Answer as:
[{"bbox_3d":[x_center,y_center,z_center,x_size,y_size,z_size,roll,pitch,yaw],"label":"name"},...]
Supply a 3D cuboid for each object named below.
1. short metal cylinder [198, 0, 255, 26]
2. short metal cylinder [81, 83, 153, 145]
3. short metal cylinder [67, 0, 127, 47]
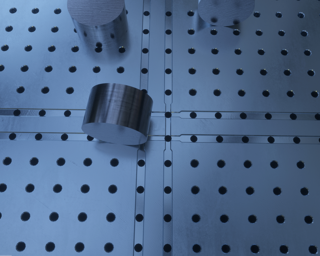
[{"bbox_3d":[0.097,-0.196,0.455,0.081,0.080,0.050,4,70,1],"label":"short metal cylinder"},{"bbox_3d":[-0.052,-0.015,0.387,0.080,0.080,0.050,8,70,2],"label":"short metal cylinder"},{"bbox_3d":[-0.090,-0.168,0.459,0.081,0.050,0.080,0,70,0],"label":"short metal cylinder"}]
